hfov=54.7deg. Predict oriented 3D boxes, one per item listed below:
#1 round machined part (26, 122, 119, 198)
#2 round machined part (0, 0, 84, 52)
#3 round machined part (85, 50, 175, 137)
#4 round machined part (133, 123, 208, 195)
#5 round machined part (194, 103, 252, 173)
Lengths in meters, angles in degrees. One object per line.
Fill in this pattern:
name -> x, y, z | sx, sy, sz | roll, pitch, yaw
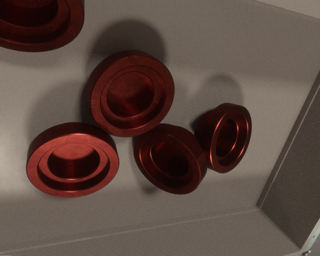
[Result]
round machined part -> -0.099, 0.032, 0.356 | 0.099, 0.042, 0.097 | -10, 130, -12
round machined part -> -0.112, -0.109, 0.250 | 0.099, 0.042, 0.098 | -5, 154, -2
round machined part -> -0.036, -0.042, 0.353 | 0.099, 0.042, 0.097 | -14, 125, -21
round machined part -> 0.017, 0.036, 0.406 | 0.042, 0.098, 0.097 | -44, 141, -45
round machined part -> 0.086, 0.011, 0.441 | 0.099, 0.042, 0.097 | -19, 117, -40
